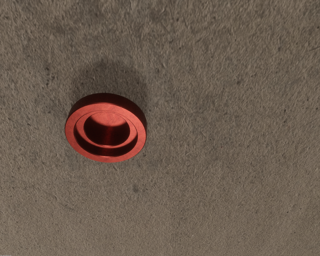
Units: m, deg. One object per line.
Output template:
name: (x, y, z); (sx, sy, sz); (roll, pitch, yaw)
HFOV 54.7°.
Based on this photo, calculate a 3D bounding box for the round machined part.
round machined part: (-0.065, -0.005, 0.391); (0.099, 0.042, 0.097); (-1, 130, 0)
